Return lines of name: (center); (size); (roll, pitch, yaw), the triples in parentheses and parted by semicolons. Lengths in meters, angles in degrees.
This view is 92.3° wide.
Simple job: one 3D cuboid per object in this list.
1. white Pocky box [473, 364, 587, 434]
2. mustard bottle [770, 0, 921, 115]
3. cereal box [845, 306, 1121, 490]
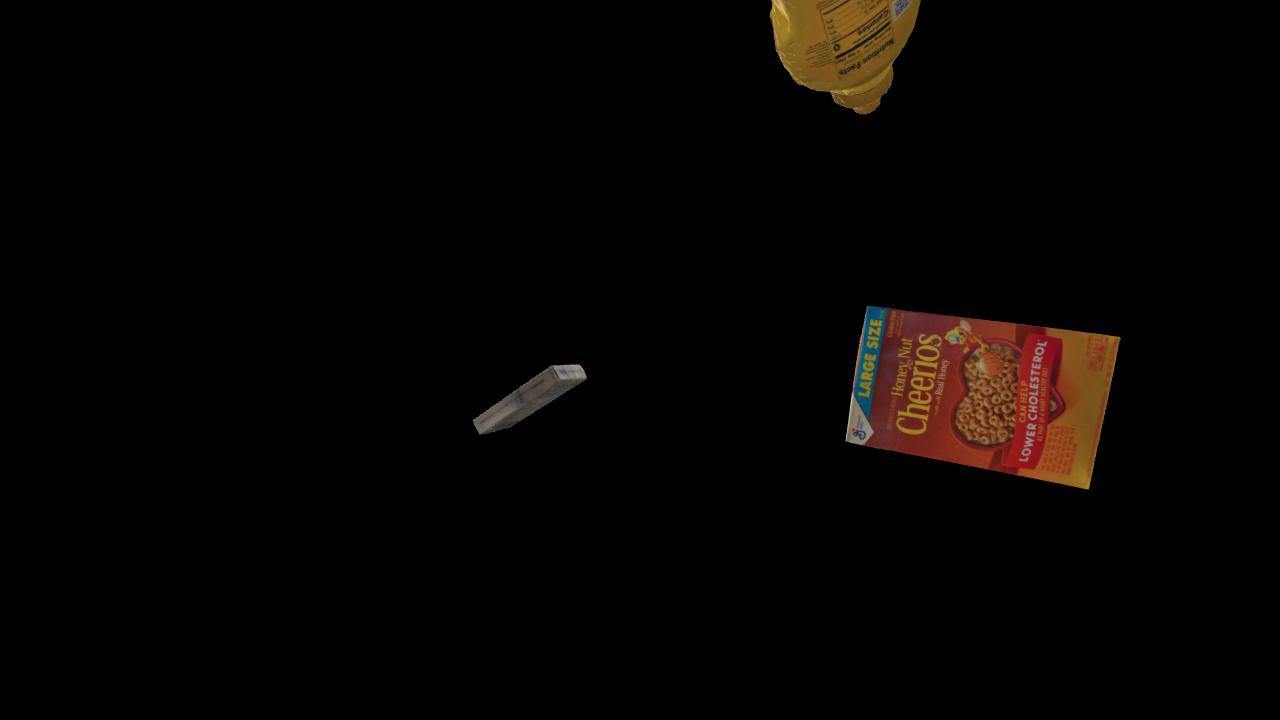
white Pocky box: (-0.157, 0.056, 0.877); (0.154, 0.028, 0.084); (-33, -10, 19)
mustard bottle: (0.123, -0.217, 0.375); (0.092, 0.054, 0.184); (-34, -34, 13)
cereal box: (0.458, 0.044, 0.857); (0.306, 0.203, 0.081); (10, 6, 20)
